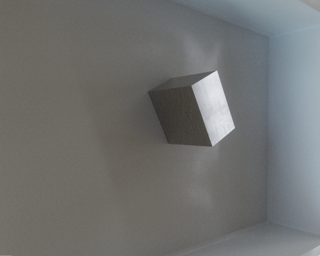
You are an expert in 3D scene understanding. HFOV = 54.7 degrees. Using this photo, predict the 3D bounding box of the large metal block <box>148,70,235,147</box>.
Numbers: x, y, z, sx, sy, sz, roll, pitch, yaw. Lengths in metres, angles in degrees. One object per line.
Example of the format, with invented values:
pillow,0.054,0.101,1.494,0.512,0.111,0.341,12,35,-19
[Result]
large metal block,0.041,-0.024,0.407,0.050,0.080,0.080,-34,112,-35
